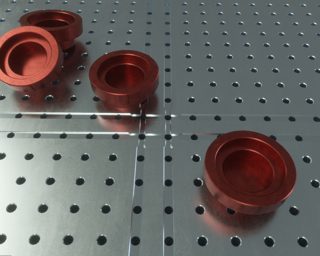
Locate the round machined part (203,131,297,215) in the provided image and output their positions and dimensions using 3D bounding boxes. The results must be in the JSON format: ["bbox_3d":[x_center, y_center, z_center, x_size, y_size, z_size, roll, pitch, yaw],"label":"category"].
[{"bbox_3d":[0.098,0.053,0.353,0.099,0.042,0.098,0,50,0],"label":"round machined part"}]

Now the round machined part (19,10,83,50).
[{"bbox_3d":[-0.181,-0.163,0.523,0.099,0.042,0.098,4,38,-3],"label":"round machined part"}]

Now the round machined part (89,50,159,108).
[{"bbox_3d":[-0.051,-0.068,0.453,0.099,0.042,0.098,0,50,0],"label":"round machined part"}]

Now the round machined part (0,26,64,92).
[{"bbox_3d":[-0.193,-0.098,0.462,0.099,0.042,0.098,0,73,1],"label":"round machined part"}]
